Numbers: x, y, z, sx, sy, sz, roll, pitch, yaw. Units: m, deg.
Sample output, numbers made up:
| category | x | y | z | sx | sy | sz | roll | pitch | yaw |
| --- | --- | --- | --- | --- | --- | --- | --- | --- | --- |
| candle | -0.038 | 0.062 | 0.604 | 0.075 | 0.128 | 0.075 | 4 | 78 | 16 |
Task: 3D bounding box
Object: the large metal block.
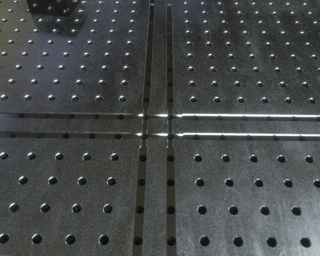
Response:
| category | x | y | z | sx | sy | sz | roll | pitch | yaw |
| --- | --- | --- | --- | --- | --- | --- | --- | --- | --- |
| large metal block | -0.209 | -0.268 | 0.615 | 0.080 | 0.050 | 0.080 | 8 | 50 | 6 |
